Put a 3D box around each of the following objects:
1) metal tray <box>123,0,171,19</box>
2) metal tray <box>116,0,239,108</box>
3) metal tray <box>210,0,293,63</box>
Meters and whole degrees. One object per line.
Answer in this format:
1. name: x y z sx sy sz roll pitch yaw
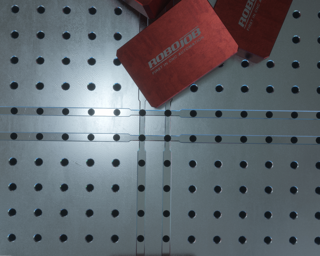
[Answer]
1. metal tray: -0.030 -0.207 0.389 0.130 0.030 0.090 41 89 20
2. metal tray: 0.022 -0.097 0.395 0.130 0.030 0.090 -34 91 14
3. metal tray: 0.122 -0.164 0.412 0.090 0.030 0.129 23 90 -1
